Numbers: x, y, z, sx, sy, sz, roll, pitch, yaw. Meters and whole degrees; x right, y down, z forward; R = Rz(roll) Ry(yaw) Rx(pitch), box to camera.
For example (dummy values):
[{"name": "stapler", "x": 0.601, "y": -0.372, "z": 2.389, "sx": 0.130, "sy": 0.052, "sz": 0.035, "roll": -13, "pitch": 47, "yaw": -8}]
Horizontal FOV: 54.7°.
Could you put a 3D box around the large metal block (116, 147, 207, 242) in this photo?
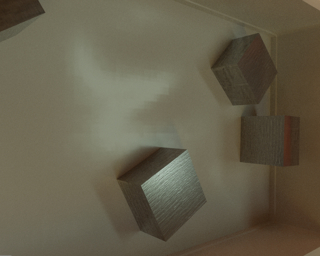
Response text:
[{"name": "large metal block", "x": 0.004, "y": 0.080, "z": 0.394, "sx": 0.081, "sy": 0.050, "sz": 0.080, "roll": -34, "pitch": 111, "yaw": -35}]

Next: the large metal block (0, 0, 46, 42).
[{"name": "large metal block", "x": -0.152, "y": -0.089, "z": 0.243, "sx": 0.080, "sy": 0.080, "sz": 0.050, "roll": -41, "pitch": 115, "yaw": -32}]

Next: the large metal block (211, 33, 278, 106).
[{"name": "large metal block", "x": 0.140, "y": -0.094, "z": 0.507, "sx": 0.080, "sy": 0.050, "sz": 0.080, "roll": 52, "pitch": 60, "yaw": -27}]

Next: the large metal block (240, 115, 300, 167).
[{"name": "large metal block", "x": 0.186, "y": 0.021, "z": 0.526, "sx": 0.050, "sy": 0.080, "sz": 0.080, "roll": 3, "pitch": 89, "yaw": -40}]
